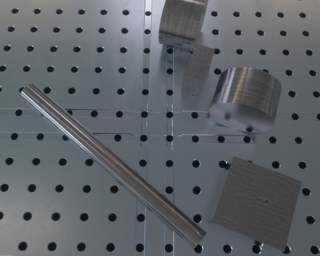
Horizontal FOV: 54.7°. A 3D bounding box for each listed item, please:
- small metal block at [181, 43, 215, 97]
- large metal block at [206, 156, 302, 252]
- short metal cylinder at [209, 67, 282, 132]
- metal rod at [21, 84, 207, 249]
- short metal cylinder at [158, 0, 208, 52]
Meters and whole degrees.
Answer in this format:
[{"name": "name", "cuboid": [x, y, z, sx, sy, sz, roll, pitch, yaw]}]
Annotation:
[{"name": "small metal block", "cuboid": [0.052, -0.079, 0.428, 0.025, 0.050, 0.050, 22, 72, 7]}, {"name": "large metal block", "cuboid": [0.109, 0.090, 0.367, 0.080, 0.050, 0.080, 21, 71, 7]}, {"name": "short metal cylinder", "cuboid": [0.109, -0.034, 0.396, 0.080, 0.080, 0.050, 17, 71, 6]}, {"name": "metal rod", "cuboid": [-0.067, 0.040, 0.396, 0.300, 0.025, 0.025, 39, 75, 13]}, {"name": "short metal cylinder", "cuboid": [0.034, -0.153, 0.439, 0.050, 0.080, 0.080, 16, 71, 6]}]
